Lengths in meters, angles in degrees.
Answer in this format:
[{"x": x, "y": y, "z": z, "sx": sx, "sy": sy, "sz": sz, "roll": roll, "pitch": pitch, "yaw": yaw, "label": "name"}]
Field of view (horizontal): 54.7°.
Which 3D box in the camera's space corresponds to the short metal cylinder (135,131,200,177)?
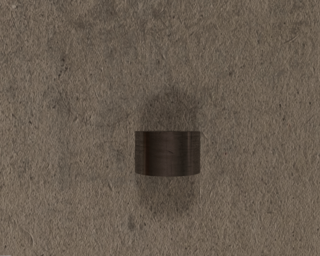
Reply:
[{"x": 0.009, "y": 0.029, "z": 0.383, "sx": 0.081, "sy": 0.080, "sz": 0.050, "roll": 0, "pitch": 90, "yaw": -1, "label": "short metal cylinder"}]
